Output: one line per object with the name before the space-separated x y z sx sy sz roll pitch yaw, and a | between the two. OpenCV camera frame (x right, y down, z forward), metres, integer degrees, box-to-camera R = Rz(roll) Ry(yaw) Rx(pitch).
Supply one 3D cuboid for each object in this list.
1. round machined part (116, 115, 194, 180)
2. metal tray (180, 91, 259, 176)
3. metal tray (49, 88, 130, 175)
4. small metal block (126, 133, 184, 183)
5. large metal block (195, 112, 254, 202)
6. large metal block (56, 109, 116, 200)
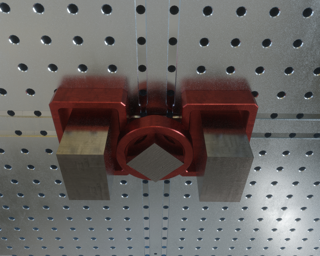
round machined part | -0.007 0.022 0.407 0.099 0.042 0.097 0 130 0
metal tray | 0.072 0.012 0.418 0.091 0.030 0.129 0 130 0
metal tray | -0.086 0.010 0.414 0.091 0.030 0.129 0 130 -1
small metal block | -0.006 0.036 0.389 0.050 0.025 0.050 37 121 -27
large metal block | 0.075 0.036 0.389 0.050 0.080 0.079 1 130 -1
large metal block | -0.086 0.033 0.385 0.050 0.080 0.079 1 130 -1
